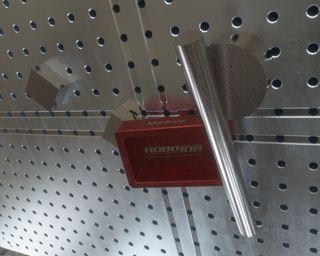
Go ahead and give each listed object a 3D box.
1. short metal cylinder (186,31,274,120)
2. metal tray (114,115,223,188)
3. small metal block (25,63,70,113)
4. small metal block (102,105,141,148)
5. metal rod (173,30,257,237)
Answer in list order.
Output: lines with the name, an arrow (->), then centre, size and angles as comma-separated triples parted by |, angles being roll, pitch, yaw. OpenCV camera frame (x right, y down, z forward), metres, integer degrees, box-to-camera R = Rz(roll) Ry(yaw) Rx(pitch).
short metal cylinder -> 0.073, -0.055, 0.322 | 0.080, 0.050, 0.079 | 13, 124, 21
metal tray -> 0.016, 0.032, 0.399 | 0.130, 0.030, 0.089 | -5, 117, 15
small metal block -> -0.169, -0.060, 0.463 | 0.050, 0.025, 0.050 | 38, 129, 2
small metal block -> -0.049, 0.005, 0.440 | 0.050, 0.025, 0.050 | 34, 129, 5
metal rod -> 0.073, 0.034, 0.344 | 0.025, 0.025, 0.299 | -1, 133, 29
